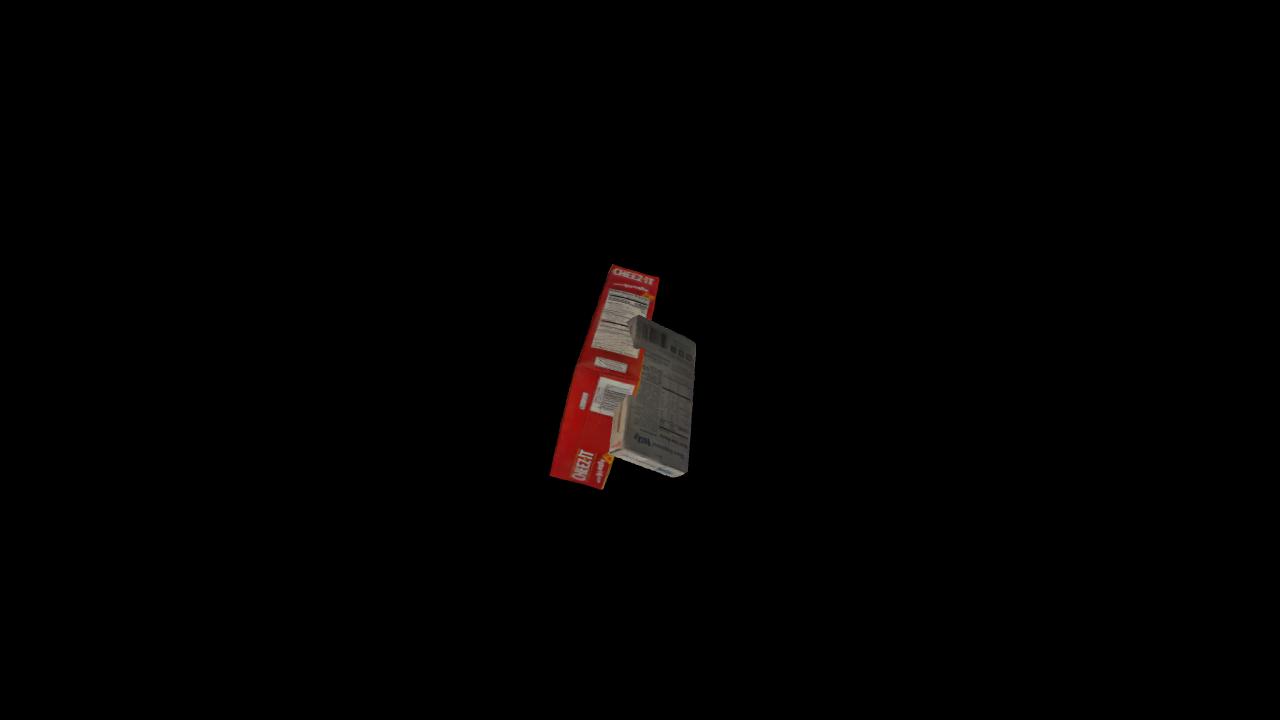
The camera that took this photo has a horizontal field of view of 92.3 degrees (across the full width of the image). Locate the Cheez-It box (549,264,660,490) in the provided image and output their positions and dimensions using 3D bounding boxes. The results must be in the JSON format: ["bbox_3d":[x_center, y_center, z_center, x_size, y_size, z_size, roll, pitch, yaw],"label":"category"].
[{"bbox_3d":[-0.036,0.012,0.718,0.071,0.166,0.223,16,36,-2],"label":"Cheez-It box"}]

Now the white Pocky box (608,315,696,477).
[{"bbox_3d":[0.016,0.035,0.632,0.084,0.154,0.028,25,-35,-29],"label":"white Pocky box"}]
